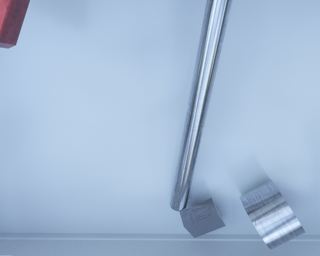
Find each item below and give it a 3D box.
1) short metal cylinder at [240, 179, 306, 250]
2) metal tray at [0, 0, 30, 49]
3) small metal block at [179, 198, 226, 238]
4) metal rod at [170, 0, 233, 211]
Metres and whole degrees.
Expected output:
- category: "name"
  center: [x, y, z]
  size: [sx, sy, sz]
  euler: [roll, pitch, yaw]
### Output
- category: "short metal cylinder"
  center: [0.154, 0.118, 0.428]
  size: [0.050, 0.080, 0.080]
  euler: [-32, 107, 11]
- category: "metal tray"
  center: [-0.139, -0.137, 0.229]
  size: [0.090, 0.030, 0.129]
  euler: [21, 99, -5]
- category: "small metal block"
  center: [0.062, 0.131, 0.450]
  size: [0.050, 0.025, 0.050]
  euler: [-24, 138, 8]
- category: "metal rod"
  center: [0.043, -0.013, 0.376]
  size: [0.025, 0.025, 0.298]
  euler: [6, 122, -3]
